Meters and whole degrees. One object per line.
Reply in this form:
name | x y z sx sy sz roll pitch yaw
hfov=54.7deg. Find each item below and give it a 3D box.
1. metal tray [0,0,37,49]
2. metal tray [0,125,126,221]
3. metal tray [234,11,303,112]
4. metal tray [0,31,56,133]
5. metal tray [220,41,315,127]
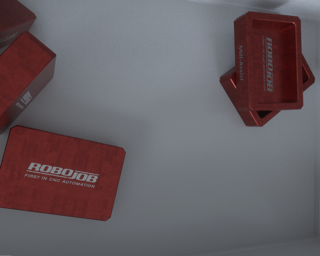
metal tray | -0.186 -0.113 0.290 0.090 0.130 0.030 37 114 -16
metal tray | -0.115 0.054 0.365 0.131 0.030 0.090 14 85 -20
metal tray | 0.151 -0.089 0.430 0.091 0.030 0.129 -2 91 -20
metal tray | -0.144 -0.036 0.301 0.030 0.130 0.090 41 77 -16
metal tray | 0.164 -0.073 0.467 0.131 0.030 0.090 -37 102 -16
